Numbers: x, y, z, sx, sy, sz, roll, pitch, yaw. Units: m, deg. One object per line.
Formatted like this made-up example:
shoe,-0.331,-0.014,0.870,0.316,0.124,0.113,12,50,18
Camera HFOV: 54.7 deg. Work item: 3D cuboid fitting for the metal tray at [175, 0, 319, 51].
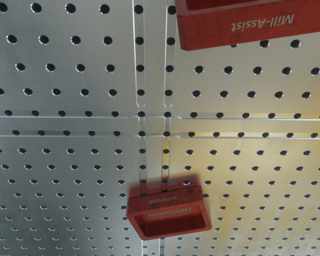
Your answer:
metal tray,0.080,-0.111,0.275,0.131,0.090,0.030,-7,130,5

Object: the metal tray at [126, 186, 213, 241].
metal tray,0.017,0.150,0.536,0.131,0.030,0.090,-13,129,10
